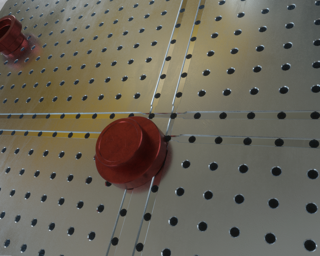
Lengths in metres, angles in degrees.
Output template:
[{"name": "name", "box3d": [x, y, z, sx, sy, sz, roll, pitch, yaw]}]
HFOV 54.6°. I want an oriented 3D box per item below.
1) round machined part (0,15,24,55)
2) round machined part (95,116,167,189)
[{"name": "round machined part", "box3d": [-0.356, -0.209, 0.715, 0.098, 0.042, 0.098, -13, 56, 21]}, {"name": "round machined part", "box3d": [-0.044, 0.026, 0.406, 0.098, 0.042, 0.098, -13, 56, 21]}]
